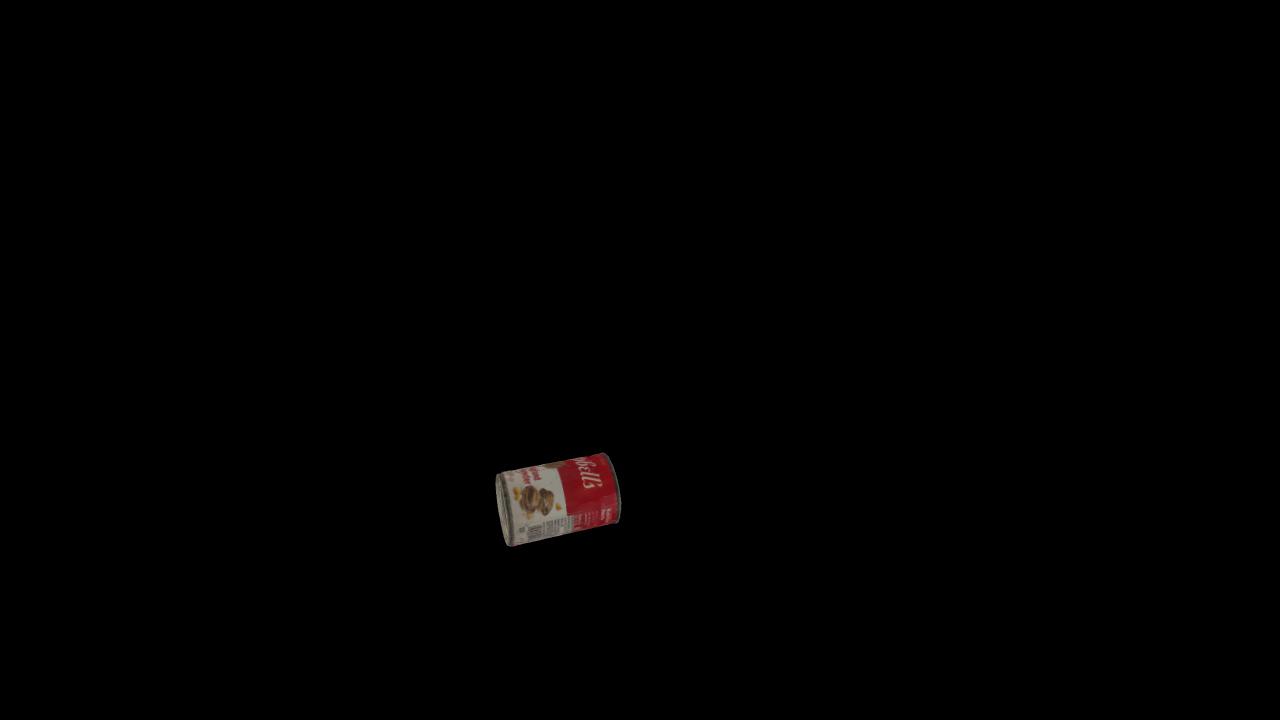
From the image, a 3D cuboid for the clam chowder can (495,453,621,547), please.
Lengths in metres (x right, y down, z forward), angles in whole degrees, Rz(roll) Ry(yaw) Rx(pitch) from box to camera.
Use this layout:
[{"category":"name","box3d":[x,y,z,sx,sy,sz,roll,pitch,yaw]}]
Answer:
[{"category":"clam chowder can","box3d":[-0.076,0.127,0.565,0.102,0.068,0.068,-8,3,-20]}]
